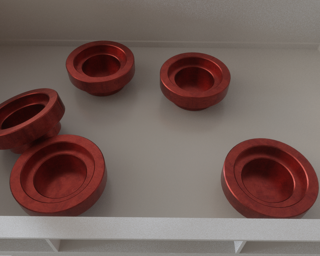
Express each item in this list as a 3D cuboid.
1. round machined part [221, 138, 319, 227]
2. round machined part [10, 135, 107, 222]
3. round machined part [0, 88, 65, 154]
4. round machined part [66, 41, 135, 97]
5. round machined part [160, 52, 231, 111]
[{"bbox_3d":[0.117,0.062,0.343,0.099,0.042,0.098,0,50,0],"label":"round machined part"},{"bbox_3d":[-0.108,0.058,0.344,0.099,0.042,0.098,1,50,0],"label":"round machined part"},{"bbox_3d":[-0.164,-0.005,0.383,0.098,0.042,0.098,-12,36,9],"label":"round machined part"},{"bbox_3d":[-0.086,-0.085,0.465,0.099,0.042,0.098,0,50,0],"label":"round machined part"},{"bbox_3d":[0.049,-0.063,0.448,0.099,0.042,0.098,0,50,0],"label":"round machined part"}]
